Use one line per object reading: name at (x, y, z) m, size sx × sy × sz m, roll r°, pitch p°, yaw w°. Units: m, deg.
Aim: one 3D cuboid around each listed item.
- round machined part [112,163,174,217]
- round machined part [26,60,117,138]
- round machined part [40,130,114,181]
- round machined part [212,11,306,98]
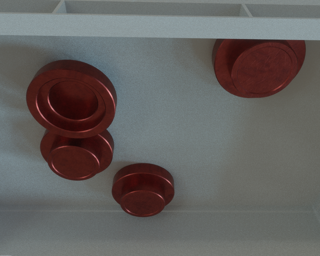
round machined part at (-0.027, 0.103, 0.486) m, size 0.099 × 0.042 × 0.097 m, roll -1°, pitch 130°, yaw 0°
round machined part at (-0.100, -0.037, 0.365) m, size 0.099 × 0.042 × 0.097 m, roll -1°, pitch 130°, yaw 0°
round machined part at (-0.115, 0.035, 0.426) m, size 0.099 × 0.042 × 0.097 m, roll -1°, pitch 130°, yaw 0°
round machined part at (0.109, -0.072, 0.338) m, size 0.099 × 0.042 × 0.097 m, roll -1°, pitch 130°, yaw 0°
